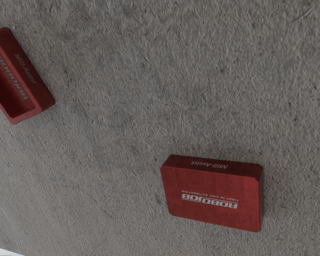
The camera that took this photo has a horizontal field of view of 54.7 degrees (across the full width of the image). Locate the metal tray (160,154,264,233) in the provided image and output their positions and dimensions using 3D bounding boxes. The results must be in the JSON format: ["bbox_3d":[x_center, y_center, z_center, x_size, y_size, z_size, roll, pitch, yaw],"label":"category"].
[{"bbox_3d":[0.071,0.087,0.420,0.130,0.030,0.089,4,120,26],"label":"metal tray"}]

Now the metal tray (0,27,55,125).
[{"bbox_3d":[-0.232,-0.076,0.478,0.090,0.030,0.130,-17,110,35],"label":"metal tray"}]
